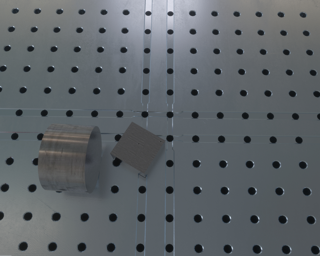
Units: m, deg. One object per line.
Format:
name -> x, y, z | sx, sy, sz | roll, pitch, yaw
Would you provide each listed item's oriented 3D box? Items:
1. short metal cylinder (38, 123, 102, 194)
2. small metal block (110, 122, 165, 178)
short metal cylinder -> -0.103, 0.036, 0.369 | 0.050, 0.080, 0.080 | 4, 70, 1
small metal block -> -0.028, 0.028, 0.401 | 0.050, 0.025, 0.050 | 30, 73, 10
